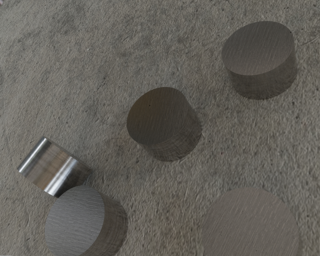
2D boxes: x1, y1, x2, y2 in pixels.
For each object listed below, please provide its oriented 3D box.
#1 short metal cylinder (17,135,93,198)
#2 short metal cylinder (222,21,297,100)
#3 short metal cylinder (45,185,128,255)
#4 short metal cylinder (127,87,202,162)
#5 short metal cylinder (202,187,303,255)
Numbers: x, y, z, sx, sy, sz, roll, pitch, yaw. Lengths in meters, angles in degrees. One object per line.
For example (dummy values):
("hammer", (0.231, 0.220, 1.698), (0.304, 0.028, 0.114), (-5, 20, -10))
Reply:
("short metal cylinder", (-0.136, 0.053, 0.408), (0.080, 0.080, 0.050), (27, 77, 37))
("short metal cylinder", (0.121, -0.081, 0.374), (0.080, 0.050, 0.080), (-13, 56, 21))
("short metal cylinder", (-0.085, 0.114, 0.363), (0.080, 0.050, 0.080), (-13, 56, 21))
("short metal cylinder", (0.006, -0.004, 0.387), (0.080, 0.050, 0.080), (-13, 56, 21))
("short metal cylinder", (0.084, 0.100, 0.282), (0.080, 0.050, 0.080), (-13, 56, 21))
